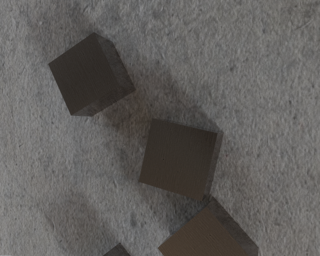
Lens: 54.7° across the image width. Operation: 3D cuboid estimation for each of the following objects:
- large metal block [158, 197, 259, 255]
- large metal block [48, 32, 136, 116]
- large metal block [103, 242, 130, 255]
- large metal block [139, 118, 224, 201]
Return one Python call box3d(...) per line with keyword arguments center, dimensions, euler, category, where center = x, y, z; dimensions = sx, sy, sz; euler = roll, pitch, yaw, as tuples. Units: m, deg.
box3d(center=(0.059, 0.145, 0.374), dimensions=(0.080, 0.050, 0.080), euler=(-45, 77, 14), category="large metal block")
box3d(center=(-0.093, -0.070, 0.427), dimensions=(0.080, 0.050, 0.080), euler=(-29, 81, 17), category="large metal block")
box3d(center=(-0.066, 0.220, 0.418), dimensions=(0.080, 0.050, 0.080), euler=(-46, 76, 14), category="large metal block")
box3d(center=(0.028, 0.036, 0.385), dimensions=(0.080, 0.050, 0.079), euler=(14, 95, 19), category="large metal block")
